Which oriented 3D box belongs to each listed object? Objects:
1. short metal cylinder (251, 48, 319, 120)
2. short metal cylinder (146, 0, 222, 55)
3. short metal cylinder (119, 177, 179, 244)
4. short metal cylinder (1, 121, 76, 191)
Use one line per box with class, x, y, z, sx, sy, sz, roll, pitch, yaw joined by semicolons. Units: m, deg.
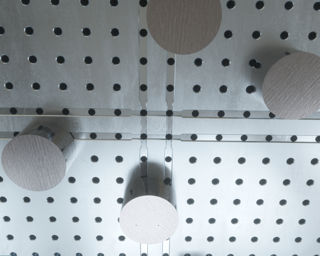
short metal cylinder;0.159;-0.056;0.381;0.081;0.050;0.079;0;110;0
short metal cylinder;0.026;-0.127;0.353;0.081;0.050;0.079;0;110;0
short metal cylinder;-0.015;0.117;0.443;0.081;0.050;0.079;0;110;0
short metal cylinder;-0.158;0.037;0.412;0.081;0.050;0.079;0;110;0
